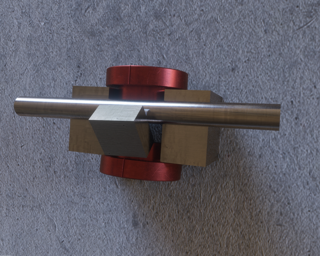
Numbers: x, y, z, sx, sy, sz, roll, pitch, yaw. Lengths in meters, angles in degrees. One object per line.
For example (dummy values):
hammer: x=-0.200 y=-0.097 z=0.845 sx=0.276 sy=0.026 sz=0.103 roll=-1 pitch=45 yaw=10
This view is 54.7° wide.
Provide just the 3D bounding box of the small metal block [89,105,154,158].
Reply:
small metal block: x=-0.039 y=0.003 z=0.324 sx=0.050 sy=0.025 sz=0.050 roll=2 pitch=131 yaw=21

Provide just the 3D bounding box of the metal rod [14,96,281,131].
metal rod: x=-0.031 y=-0.018 z=0.336 sx=0.301 sy=0.025 sz=0.025 roll=4 pitch=91 yaw=20

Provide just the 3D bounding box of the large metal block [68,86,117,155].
large metal block: x=-0.072 y=-0.010 z=0.406 sx=0.050 sy=0.080 sz=0.079 roll=5 pitch=92 yaw=20

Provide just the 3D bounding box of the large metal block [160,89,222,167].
large metal block: x=0.040 y=-0.001 z=0.367 sx=0.050 sy=0.080 sz=0.079 roll=4 pitch=92 yaw=20

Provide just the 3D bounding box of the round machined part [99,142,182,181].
round machined part: x=-0.022 y=0.036 z=0.379 sx=0.098 sy=0.098 sz=0.042 roll=5 pitch=87 yaw=20

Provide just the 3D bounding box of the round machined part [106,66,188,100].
round machined part: x=-0.016 y=-0.047 z=0.377 sx=0.098 sy=0.098 sz=0.042 roll=4 pitch=92 yaw=20
